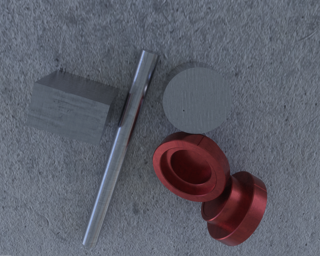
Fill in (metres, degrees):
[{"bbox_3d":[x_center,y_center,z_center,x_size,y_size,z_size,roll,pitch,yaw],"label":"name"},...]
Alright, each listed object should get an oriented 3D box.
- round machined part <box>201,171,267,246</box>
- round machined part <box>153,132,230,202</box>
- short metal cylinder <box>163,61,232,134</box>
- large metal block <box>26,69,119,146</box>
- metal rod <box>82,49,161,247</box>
[{"bbox_3d":[0.091,0.100,0.408,0.042,0.098,0.098,31,107,-11],"label":"round machined part"},{"bbox_3d":[0.043,0.045,0.403,0.098,0.042,0.097,16,128,21],"label":"round machined part"},{"bbox_3d":[0.043,-0.039,0.382,0.081,0.050,0.079,0,110,0],"label":"short metal cylinder"},{"bbox_3d":[-0.099,-0.027,0.369,0.080,0.080,0.050,17,109,-6],"label":"large metal block"},{"bbox_3d":[-0.059,0.040,0.423,0.025,0.025,0.298,18,109,-7],"label":"metal rod"}]
